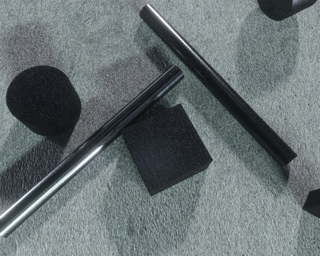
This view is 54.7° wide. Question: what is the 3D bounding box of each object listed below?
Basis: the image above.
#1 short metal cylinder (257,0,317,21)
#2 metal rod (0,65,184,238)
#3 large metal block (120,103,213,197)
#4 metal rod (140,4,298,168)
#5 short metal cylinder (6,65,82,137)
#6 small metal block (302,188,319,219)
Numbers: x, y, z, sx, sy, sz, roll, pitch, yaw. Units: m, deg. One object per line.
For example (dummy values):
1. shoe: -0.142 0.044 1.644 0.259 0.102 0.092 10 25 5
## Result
1. short metal cylinder: 0.186 -0.206 0.456 0.050 0.080 0.080 -28 73 -10
2. metal rod: -0.082 0.020 0.400 0.301 0.025 0.025 -43 76 -14
3. large metal block: 0.007 0.028 0.385 0.080 0.050 0.080 -25 72 -9
4. metal rod: 0.072 -0.068 0.433 0.025 0.025 0.300 -37 74 -12
5. short metal cylinder: -0.149 -0.034 0.406 0.081 0.050 0.080 0 70 0
6. small metal block: 0.205 0.095 0.362 0.050 0.050 0.025 29 73 10
